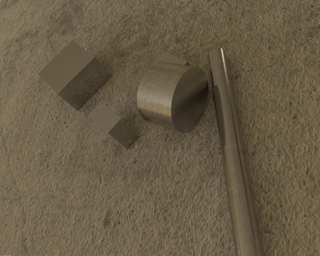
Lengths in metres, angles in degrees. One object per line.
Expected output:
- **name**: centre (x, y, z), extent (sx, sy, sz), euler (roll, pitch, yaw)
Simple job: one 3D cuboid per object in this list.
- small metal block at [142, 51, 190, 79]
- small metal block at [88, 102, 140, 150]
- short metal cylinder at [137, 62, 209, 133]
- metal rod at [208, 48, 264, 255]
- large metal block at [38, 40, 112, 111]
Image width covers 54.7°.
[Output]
- **small metal block**: centre (0.011, -0.077, 0.444), extent (0.050, 0.025, 0.050), euler (34, 80, 38)
- **small metal block**: centre (-0.062, -0.003, 0.420), extent (0.050, 0.050, 0.025), euler (35, 82, 38)
- **short metal cylinder**: centre (0.017, -0.039, 0.382), extent (0.050, 0.080, 0.080), euler (18, 71, 34)
- **metal rod**: centre (0.081, 0.027, 0.344), extent (0.025, 0.025, 0.299), euler (-14, 56, 20)
- **large metal block**: centre (-0.141, -0.088, 0.513), extent (0.080, 0.050, 0.080), euler (-47, 52, -5)
